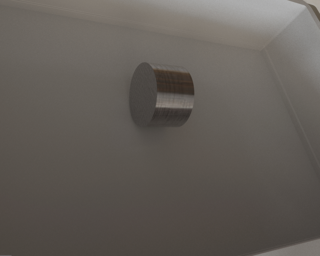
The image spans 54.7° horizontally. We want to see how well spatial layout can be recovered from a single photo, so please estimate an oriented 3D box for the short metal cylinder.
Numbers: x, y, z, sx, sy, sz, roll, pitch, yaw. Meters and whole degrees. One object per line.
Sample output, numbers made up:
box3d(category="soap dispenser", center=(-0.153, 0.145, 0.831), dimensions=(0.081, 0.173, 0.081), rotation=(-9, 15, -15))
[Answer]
box3d(category="short metal cylinder", center=(0.000, -0.041, 0.394), dimensions=(0.050, 0.080, 0.080), rotation=(0, 62, -29))
